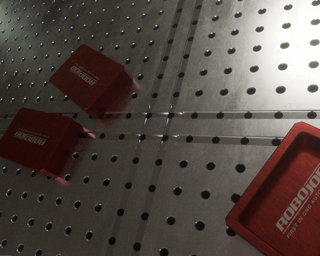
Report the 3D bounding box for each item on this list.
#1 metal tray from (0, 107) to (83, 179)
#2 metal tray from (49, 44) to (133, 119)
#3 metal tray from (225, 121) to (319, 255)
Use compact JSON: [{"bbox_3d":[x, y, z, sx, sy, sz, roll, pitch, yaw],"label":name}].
[{"bbox_3d":[-0.195,0.020,0.493,0.130,0.030,0.090,11,67,32],"label":"metal tray"},{"bbox_3d":[-0.117,-0.081,0.514,0.130,0.030,0.090,35,81,38],"label":"metal tray"},{"bbox_3d":[0.137,0.067,0.292,0.090,0.030,0.130,33,80,37],"label":"metal tray"}]
